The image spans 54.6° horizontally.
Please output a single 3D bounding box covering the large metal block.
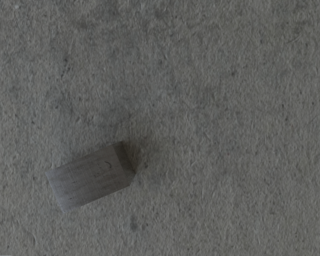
[{"bbox_3d":[-0.080,0.056,0.382,0.080,0.080,0.050,-23,90,0],"label":"large metal block"}]
